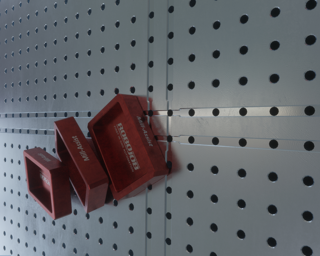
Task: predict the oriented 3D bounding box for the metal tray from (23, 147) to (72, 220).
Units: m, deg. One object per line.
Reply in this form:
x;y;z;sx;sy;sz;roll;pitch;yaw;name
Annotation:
-0.202;0.094;0.551;0.130;0.030;0.089;17;113;47;metal tray

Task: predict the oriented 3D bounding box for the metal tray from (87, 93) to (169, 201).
-0.050;0.027;0.448;0.090;0.030;0.130;-38;67;33;metal tray

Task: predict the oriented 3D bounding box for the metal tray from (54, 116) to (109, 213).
-0.127;0.057;0.488;0.130;0.030;0.089;54;147;26;metal tray
